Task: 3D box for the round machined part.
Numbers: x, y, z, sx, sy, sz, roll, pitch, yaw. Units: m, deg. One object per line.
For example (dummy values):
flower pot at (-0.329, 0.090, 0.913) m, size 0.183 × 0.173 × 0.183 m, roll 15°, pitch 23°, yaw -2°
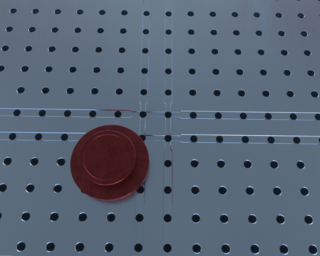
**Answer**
round machined part at (-0.063, 0.041, 0.387) m, size 0.099 × 0.042 × 0.098 m, roll 0°, pitch 70°, yaw -1°
